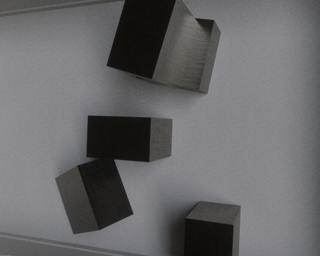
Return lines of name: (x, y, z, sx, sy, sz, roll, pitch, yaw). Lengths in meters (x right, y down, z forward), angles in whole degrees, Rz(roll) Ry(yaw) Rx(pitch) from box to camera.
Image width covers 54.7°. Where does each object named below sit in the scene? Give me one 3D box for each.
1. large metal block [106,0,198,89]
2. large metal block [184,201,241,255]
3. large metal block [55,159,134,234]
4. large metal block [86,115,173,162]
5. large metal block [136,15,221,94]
large metal block: (-0.005, -0.091, 0.329, 0.050, 0.080, 0.080, 19, 96, 19)
large metal block: (0.063, 0.136, 0.359, 0.050, 0.080, 0.079, 3, 91, 20)
large metal block: (-0.089, 0.089, 0.409, 0.080, 0.050, 0.080, -29, 80, 48)
large metal block: (-0.035, 0.011, 0.393, 0.080, 0.080, 0.050, 2, 91, 19)
large metal block: (0.024, -0.092, 0.388, 0.080, 0.050, 0.079, 13, 94, 19)
